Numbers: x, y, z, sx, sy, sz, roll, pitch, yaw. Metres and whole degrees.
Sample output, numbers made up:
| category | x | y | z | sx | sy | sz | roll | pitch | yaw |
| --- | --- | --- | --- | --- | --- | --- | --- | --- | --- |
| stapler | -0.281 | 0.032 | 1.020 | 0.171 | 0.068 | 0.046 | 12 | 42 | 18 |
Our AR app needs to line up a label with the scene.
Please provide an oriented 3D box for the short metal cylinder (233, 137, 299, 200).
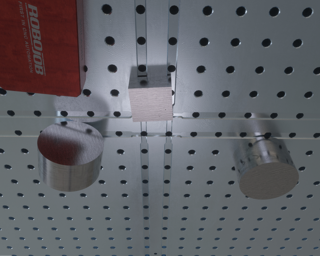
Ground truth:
| category | x | y | z | sx | sy | sz | roll | pitch | yaw |
| --- | --- | --- | --- | --- | --- | --- | --- | --- | --- |
| short metal cylinder | 0.150 | 0.059 | 0.447 | 0.081 | 0.050 | 0.079 | 0 | 130 | 0 |

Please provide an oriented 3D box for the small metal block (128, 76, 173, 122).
| category | x | y | z | sx | sy | sz | roll | pitch | yaw |
| --- | --- | --- | --- | --- | --- | --- | --- | --- | --- |
| small metal block | -0.010 | -0.035 | 0.381 | 0.050 | 0.025 | 0.050 | -3 | 130 | 2 |

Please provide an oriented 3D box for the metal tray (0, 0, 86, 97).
| category | x | y | z | sx | sy | sz | roll | pitch | yaw |
| --- | --- | --- | --- | --- | --- | --- | --- | --- | --- |
| metal tray | -0.128 | -0.097 | 0.324 | 0.091 | 0.030 | 0.129 | 5 | 130 | -5 |

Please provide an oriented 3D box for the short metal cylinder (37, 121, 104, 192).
| category | x | y | z | sx | sy | sz | roll | pitch | yaw |
| --- | --- | --- | --- | --- | --- | --- | --- | --- | --- |
| short metal cylinder | -0.116 | 0.036 | 0.405 | 0.081 | 0.080 | 0.050 | 10 | 130 | -8 |
